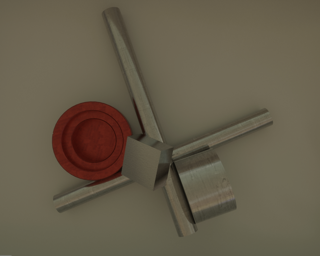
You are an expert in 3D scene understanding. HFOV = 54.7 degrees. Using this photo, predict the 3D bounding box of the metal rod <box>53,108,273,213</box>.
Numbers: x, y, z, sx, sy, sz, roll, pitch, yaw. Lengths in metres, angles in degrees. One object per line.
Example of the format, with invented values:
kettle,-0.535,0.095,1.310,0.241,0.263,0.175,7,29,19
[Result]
metal rod,0.005,0.043,0.410,0.301,0.025,0.025,-23,90,-1

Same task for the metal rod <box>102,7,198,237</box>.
metal rod,-0.015,-0.013,0.392,0.025,0.025,0.299,-19,83,0

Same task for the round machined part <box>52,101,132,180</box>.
round machined part,-0.084,0.016,0.401,0.099,0.042,0.097,0,90,-1

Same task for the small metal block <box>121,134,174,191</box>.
small metal block,-0.016,0.039,0.369,0.050,0.025,0.050,21,109,32

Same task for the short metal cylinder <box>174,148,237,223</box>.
short metal cylinder,0.054,0.071,0.383,0.050,0.080,0.080,-20,90,0
